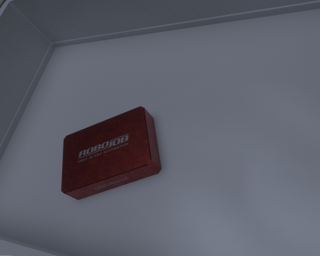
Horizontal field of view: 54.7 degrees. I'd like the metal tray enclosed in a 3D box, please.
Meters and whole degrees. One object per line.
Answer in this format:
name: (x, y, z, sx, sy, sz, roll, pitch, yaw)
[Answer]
metal tray: (-0.068, 0.034, 0.416, 0.130, 0.030, 0.090, -20, 54, 15)
